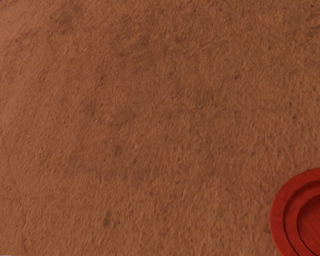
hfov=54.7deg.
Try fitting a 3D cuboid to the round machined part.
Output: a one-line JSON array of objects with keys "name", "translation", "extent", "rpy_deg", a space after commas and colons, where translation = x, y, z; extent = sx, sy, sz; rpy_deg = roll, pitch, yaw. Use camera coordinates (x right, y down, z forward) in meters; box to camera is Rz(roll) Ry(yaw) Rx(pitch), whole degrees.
[{"name": "round machined part", "translation": [0.148, 0.086, 0.263], "extent": [0.098, 0.042, 0.098], "rpy_deg": [-13, 56, 20]}]
